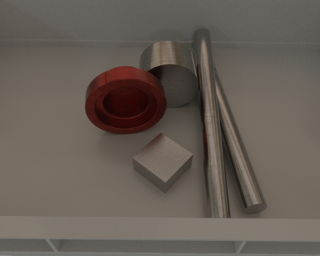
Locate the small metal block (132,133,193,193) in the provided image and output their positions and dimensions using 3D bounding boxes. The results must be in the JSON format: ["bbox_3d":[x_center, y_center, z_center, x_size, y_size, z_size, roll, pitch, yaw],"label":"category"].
[{"bbox_3d":[0.003,0.041,0.371,0.050,0.025,0.050,34,57,24],"label":"small metal block"}]

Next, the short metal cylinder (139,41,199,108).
[{"bbox_3d":[0.011,-0.073,0.431,0.081,0.080,0.050,-1,50,-2],"label":"short metal cylinder"}]

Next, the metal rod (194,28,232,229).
[{"bbox_3d":[0.064,-0.023,0.405,0.025,0.025,0.300,1,56,0],"label":"metal rod"}]

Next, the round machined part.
[{"bbox_3d":[-0.043,-0.039,0.390,0.099,0.097,0.042,-6,50,-5],"label":"round machined part"}]

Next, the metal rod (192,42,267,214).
[{"bbox_3d":[0.084,-0.027,0.428,0.025,0.025,0.300,-5,50,-5],"label":"metal rod"}]
